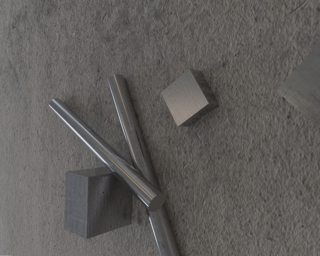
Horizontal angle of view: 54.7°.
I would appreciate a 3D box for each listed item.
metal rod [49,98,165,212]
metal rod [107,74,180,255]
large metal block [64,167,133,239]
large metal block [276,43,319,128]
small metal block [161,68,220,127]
[{"bbox_3d":[-0.096,0.023,0.463,0.300,0.025,0.025,35,112,41],"label":"metal rod"},{"bbox_3d":[-0.020,0.064,0.421,0.025,0.025,0.299,-29,72,36],"label":"metal rod"},{"bbox_3d":[-0.085,0.100,0.440,0.050,0.081,0.079,3,92,40],"label":"large metal block"},{"bbox_3d":[0.152,-0.020,0.244,0.080,0.081,0.050,51,120,28],"label":"large metal block"},{"bbox_3d":[0.036,-0.036,0.376,0.050,0.025,0.050,-38,67,33],"label":"small metal block"}]
